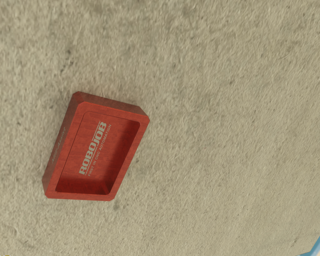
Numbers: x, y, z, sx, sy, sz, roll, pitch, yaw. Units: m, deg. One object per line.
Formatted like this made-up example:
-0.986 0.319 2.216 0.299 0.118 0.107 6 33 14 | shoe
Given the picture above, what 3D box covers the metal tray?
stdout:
-0.079 0.028 0.378 0.091 0.030 0.129 13 112 -34 | metal tray
